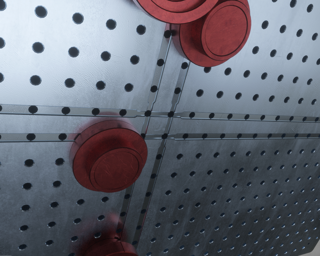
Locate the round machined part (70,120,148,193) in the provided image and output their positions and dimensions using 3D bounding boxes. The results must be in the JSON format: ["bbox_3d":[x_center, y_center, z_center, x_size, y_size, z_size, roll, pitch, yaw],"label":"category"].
[{"bbox_3d":[-0.060,0.043,0.393,0.099,0.042,0.097,-14,124,-21],"label":"round machined part"}]

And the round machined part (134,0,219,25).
[{"bbox_3d":[0.013,-0.154,0.302,0.099,0.042,0.097,-6,113,-13],"label":"round machined part"}]

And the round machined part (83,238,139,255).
[{"bbox_3d":[-0.083,0.214,0.486,0.099,0.042,0.097,-14,124,-21],"label":"round machined part"}]

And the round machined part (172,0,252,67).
[{"bbox_3d":[0.067,-0.118,0.363,0.099,0.042,0.097,-14,124,-21],"label":"round machined part"}]
